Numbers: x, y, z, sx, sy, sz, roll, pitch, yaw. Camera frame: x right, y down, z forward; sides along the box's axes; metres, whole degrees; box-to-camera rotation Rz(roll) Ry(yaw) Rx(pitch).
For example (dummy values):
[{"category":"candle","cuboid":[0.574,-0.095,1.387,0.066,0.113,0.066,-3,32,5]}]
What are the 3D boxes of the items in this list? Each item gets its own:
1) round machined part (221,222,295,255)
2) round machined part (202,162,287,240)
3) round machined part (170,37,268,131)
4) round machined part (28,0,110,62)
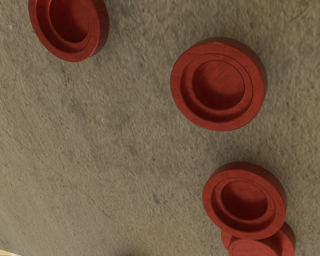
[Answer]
[{"category":"round machined part","cuboid":[0.132,0.162,0.426,0.098,0.042,0.097,13,124,20]},{"category":"round machined part","cuboid":[0.106,0.086,0.386,0.098,0.042,0.097,10,115,23]},{"category":"round machined part","cuboid":[0.064,-0.049,0.331,0.098,0.042,0.097,13,124,20]},{"category":"round machined part","cuboid":[-0.102,-0.131,0.366,0.098,0.042,0.097,13,124,20]}]
